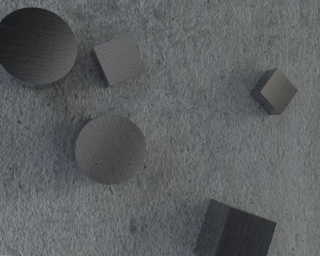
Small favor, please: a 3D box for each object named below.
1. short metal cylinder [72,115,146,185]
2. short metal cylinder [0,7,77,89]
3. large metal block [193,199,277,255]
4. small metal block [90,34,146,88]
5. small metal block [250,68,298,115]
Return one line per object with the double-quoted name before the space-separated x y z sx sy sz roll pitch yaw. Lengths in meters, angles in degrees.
"short metal cylinder" -0.063 0.024 0.373 0.081 0.050 0.079 0 90 -21
"short metal cylinder" -0.136 -0.086 0.345 0.081 0.050 0.079 0 90 -21
"large metal block" 0.105 0.155 0.437 0.080 0.050 0.080 23 82 -19
"small metal block" -0.053 -0.084 0.390 0.050 0.025 0.050 -25 99 -19
"small metal block" 0.175 -0.055 0.476 0.050 0.025 0.050 42 76 -16
